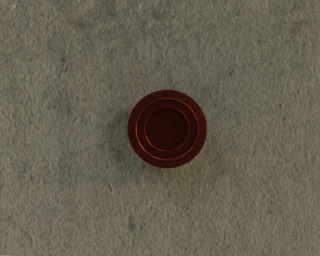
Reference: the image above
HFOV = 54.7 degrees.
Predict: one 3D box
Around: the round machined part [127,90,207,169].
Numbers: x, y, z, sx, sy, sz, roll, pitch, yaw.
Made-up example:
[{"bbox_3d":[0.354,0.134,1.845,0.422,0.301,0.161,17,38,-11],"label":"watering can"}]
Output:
[{"bbox_3d":[0.009,0.001,0.402,0.099,0.042,0.097,0,90,-1],"label":"round machined part"}]
